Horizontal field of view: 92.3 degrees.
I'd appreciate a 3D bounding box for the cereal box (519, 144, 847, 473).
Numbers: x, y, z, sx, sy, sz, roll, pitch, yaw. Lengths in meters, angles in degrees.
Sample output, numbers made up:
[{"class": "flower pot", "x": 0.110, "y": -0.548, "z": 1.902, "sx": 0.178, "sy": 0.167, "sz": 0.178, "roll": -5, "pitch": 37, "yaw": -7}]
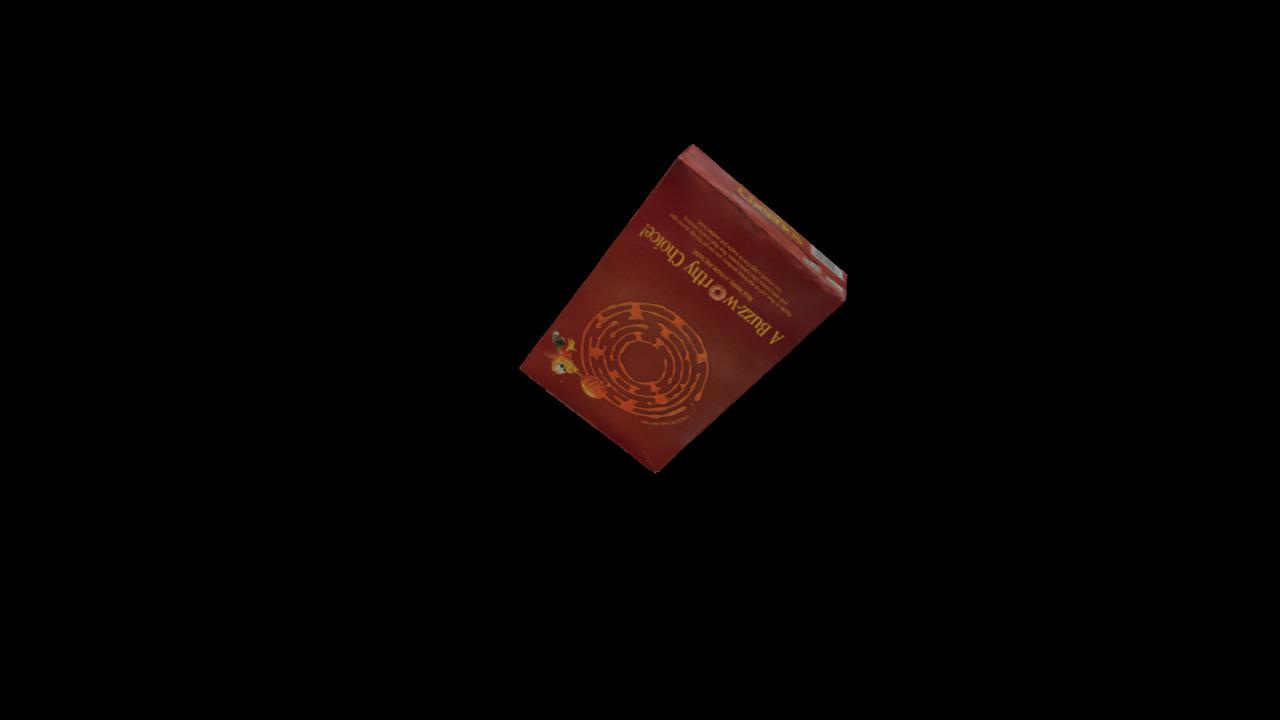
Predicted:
[{"class": "cereal box", "x": 0.033, "y": -0.037, "z": 0.650, "sx": 0.203, "sy": 0.306, "sz": 0.081, "roll": 38, "pitch": 33, "yaw": -6}]
